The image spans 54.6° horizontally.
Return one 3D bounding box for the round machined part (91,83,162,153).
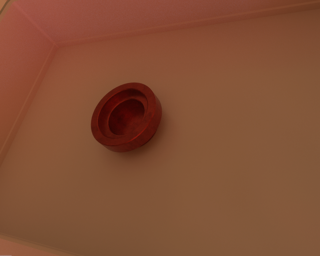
[{"bbox_3d":[-0.042,-0.010,0.424,0.098,0.042,0.098,-13,56,21],"label":"round machined part"}]
